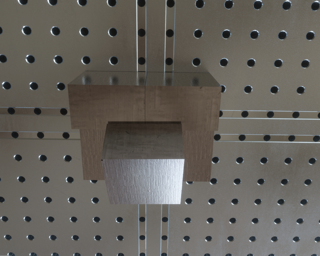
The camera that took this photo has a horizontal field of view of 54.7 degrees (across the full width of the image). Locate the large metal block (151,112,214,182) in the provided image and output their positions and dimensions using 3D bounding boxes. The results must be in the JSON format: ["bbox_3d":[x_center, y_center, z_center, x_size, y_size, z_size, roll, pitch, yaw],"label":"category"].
[{"bbox_3d":[0.025,0.022,0.406,0.081,0.050,0.079,1,110,-1],"label":"large metal block"}]

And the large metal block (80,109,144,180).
[{"bbox_3d":[-0.057,0.021,0.405,0.081,0.050,0.079,1,110,-1],"label":"large metal block"}]

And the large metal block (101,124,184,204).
[{"bbox_3d":[-0.017,0.041,0.344,0.081,0.050,0.079,0,134,-1],"label":"large metal block"}]

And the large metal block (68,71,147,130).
[{"bbox_3d":[-0.057,-0.035,0.369,0.081,0.080,0.050,1,110,-1],"label":"large metal block"}]

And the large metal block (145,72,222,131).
[{"bbox_3d":[0.024,-0.034,0.371,0.081,0.080,0.050,1,110,-1],"label":"large metal block"}]
